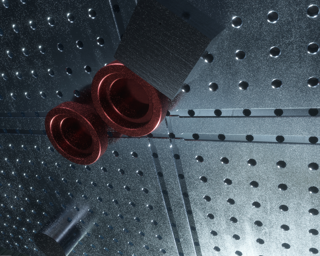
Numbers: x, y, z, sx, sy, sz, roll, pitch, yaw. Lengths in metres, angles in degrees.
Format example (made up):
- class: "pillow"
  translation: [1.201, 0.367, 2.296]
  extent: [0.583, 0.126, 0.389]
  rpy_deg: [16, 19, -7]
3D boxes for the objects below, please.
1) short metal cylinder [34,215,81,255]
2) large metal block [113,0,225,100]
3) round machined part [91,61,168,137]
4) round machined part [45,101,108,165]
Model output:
- class: "short metal cylinder"
  translation: [-0.215, 0.232, 0.653]
  extent: [0.080, 0.050, 0.079]
  rpy_deg: [13, 124, 21]
- class: "large metal block"
  translation: [0.009, -0.092, 0.334]
  extent: [0.080, 0.050, 0.080]
  rpy_deg: [37, 129, 3]
- class: "round machined part"
  translation: [-0.034, -0.041, 0.393]
  extent: [0.098, 0.042, 0.097]
  rpy_deg: [13, 124, 21]
- class: "round machined part"
  translation: [-0.119, 0.004, 0.466]
  extent: [0.098, 0.042, 0.097]
  rpy_deg: [13, 124, 21]
